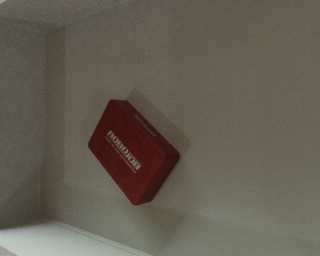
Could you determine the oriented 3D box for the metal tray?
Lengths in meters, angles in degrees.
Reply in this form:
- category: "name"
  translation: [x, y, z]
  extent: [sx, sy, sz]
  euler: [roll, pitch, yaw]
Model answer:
- category: "metal tray"
  translation: [-0.042, 0.031, 0.436]
  extent: [0.130, 0.030, 0.089]
  euler: [45, 117, 30]
